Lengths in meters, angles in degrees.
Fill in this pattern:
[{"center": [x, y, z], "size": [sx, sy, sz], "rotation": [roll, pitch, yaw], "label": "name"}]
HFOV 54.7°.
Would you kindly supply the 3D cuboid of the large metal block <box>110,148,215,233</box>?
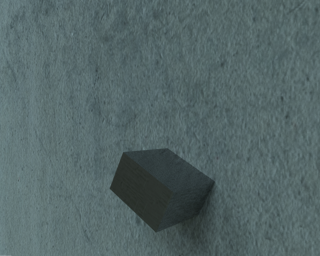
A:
[{"center": [0.003, 0.067, 0.365], "size": [0.080, 0.081, 0.050], "rotation": [34, 111, 34], "label": "large metal block"}]
